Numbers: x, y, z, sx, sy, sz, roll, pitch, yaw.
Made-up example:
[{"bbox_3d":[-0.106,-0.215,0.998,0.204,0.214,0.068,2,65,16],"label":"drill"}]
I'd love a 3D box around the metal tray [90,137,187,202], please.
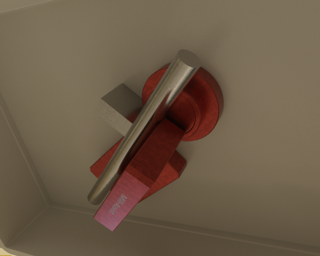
[{"bbox_3d":[-0.036,0.057,0.456,0.090,0.030,0.129,46,129,-5],"label":"metal tray"}]

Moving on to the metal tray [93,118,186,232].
[{"bbox_3d":[-0.026,0.057,0.363,0.030,0.090,0.129,36,135,1],"label":"metal tray"}]

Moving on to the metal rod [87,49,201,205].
[{"bbox_3d":[-0.037,0.023,0.389,0.025,0.025,0.298,38,133,2],"label":"metal rod"}]

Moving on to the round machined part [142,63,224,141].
[{"bbox_3d":[0.022,-0.025,0.367,0.098,0.042,0.097,13,124,20],"label":"round machined part"}]

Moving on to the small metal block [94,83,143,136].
[{"bbox_3d":[-0.047,-0.024,0.399,0.050,0.050,0.025,39,129,1],"label":"small metal block"}]
